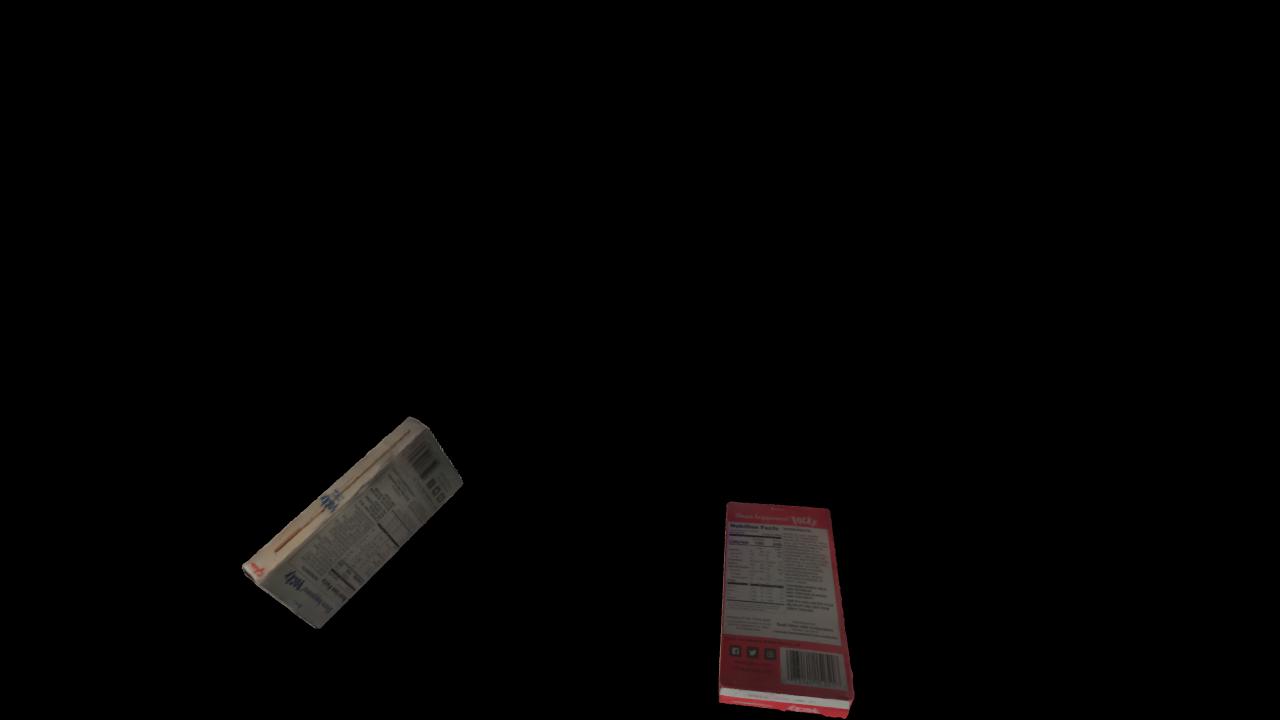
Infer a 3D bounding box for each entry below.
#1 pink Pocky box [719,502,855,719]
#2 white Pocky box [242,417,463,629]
[{"bbox_3d":[0.102,0.173,0.450,0.084,0.029,0.155,2,36,9],"label":"pink Pocky box"},{"bbox_3d":[-0.214,0.125,0.481,0.028,0.084,0.154,23,55,29],"label":"white Pocky box"}]
